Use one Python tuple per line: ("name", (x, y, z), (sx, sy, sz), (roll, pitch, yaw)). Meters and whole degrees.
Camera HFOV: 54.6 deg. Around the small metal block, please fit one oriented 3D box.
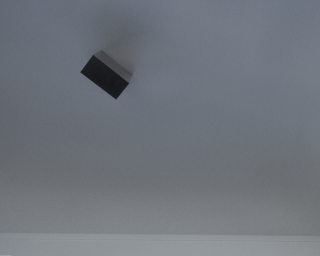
("small metal block", (-0.062, -0.065, 0.373), (0.050, 0.050, 0.025), (38, 106, -13))
